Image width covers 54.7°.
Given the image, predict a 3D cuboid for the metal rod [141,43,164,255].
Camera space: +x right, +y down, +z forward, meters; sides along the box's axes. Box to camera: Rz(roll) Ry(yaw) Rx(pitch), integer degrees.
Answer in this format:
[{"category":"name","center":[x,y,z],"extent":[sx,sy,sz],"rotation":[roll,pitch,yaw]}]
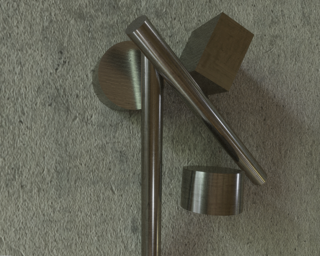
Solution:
[{"category":"metal rod","center":[-0.010,0.051,0.370],"extent":[0.025,0.025,0.298],"rotation":[-4,105,-20]}]

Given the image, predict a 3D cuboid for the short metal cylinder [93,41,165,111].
[{"category":"short metal cylinder","center":[-0.039,-0.061,0.381],"extent":[0.081,0.050,0.079],"rotation":[0,90,-20]}]

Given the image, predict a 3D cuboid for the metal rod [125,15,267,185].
[{"category":"metal rod","center":[0.063,-0.011,0.378],"extent":[0.025,0.025,0.300],"rotation":[-54,127,-12]}]

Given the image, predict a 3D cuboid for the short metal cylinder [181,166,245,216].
[{"category":"short metal cylinder","center":[0.068,0.079,0.405],"extent":[0.081,0.080,0.050],"rotation":[4,89,-20]}]

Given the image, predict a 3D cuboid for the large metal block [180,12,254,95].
[{"category":"large metal block","center":[0.064,-0.090,0.403],"extent":[0.050,0.080,0.080],"rotation":[28,81,-18]}]
